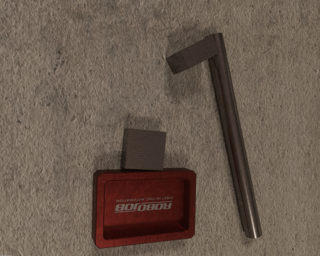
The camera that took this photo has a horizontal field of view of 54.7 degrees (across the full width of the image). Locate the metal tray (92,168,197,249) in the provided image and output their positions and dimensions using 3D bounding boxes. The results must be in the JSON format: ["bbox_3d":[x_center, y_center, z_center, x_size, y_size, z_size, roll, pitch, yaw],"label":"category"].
[{"bbox_3d":[-0.019,0.099,0.400,0.131,0.030,0.089,1,90,-20],"label":"metal tray"}]

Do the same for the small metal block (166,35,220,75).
[{"bbox_3d":[0.043,-0.097,0.413,0.050,0.050,0.025,-30,100,-18],"label":"small metal block"}]

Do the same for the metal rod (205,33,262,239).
[{"bbox_3d":[0.108,0.014,0.450,0.025,0.025,0.298,-14,95,-20],"label":"metal rod"}]

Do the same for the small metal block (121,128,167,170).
[{"bbox_3d":[-0.022,0.028,0.402,0.050,0.025,0.050,6,88,-20],"label":"small metal block"}]
